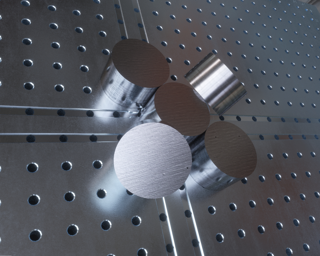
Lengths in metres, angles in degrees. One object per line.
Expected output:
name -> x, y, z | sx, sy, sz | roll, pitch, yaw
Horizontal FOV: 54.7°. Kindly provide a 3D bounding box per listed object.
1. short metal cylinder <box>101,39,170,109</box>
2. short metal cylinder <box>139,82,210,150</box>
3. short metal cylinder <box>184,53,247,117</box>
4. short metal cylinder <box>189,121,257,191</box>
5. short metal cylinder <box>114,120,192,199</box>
short metal cylinder -> -0.034, -0.073, 0.419 | 0.081, 0.050, 0.080 | 14, 56, -21
short metal cylinder -> 0.019, -0.014, 0.412 | 0.081, 0.050, 0.080 | 14, 56, -21
short metal cylinder -> 0.080, -0.063, 0.449 | 0.080, 0.050, 0.080 | 47, 10, -10
short metal cylinder -> 0.081, 0.038, 0.414 | 0.081, 0.050, 0.080 | 14, 56, -21
short metal cylinder -> -0.008, 0.032, 0.343 | 0.081, 0.050, 0.079 | 0, 95, -3
